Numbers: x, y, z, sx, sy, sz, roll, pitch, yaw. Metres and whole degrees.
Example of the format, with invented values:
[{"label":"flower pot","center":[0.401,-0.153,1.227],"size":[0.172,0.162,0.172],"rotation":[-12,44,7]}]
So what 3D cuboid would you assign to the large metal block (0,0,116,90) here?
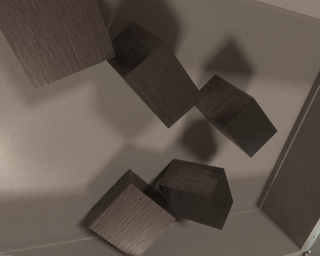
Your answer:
[{"label":"large metal block","center":[-0.097,-0.094,0.282],"size":[0.080,0.050,0.080],"rotation":[-26,128,-13]}]

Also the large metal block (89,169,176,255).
[{"label":"large metal block","center":[-0.038,0.118,0.428],"size":[0.080,0.050,0.080],"rotation":[42,95,-15]}]

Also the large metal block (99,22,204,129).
[{"label":"large metal block","center":[-0.010,-0.058,0.333],"size":[0.050,0.080,0.080],"rotation":[-42,130,0]}]

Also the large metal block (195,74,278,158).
[{"label":"large metal block","center":[0.099,-0.017,0.419],"size":[0.050,0.080,0.080],"rotation":[-46,130,4]}]

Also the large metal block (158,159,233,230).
[{"label":"large metal block","center":[0.055,0.096,0.456],"size":[0.050,0.080,0.080],"rotation":[-56,139,-35]}]
